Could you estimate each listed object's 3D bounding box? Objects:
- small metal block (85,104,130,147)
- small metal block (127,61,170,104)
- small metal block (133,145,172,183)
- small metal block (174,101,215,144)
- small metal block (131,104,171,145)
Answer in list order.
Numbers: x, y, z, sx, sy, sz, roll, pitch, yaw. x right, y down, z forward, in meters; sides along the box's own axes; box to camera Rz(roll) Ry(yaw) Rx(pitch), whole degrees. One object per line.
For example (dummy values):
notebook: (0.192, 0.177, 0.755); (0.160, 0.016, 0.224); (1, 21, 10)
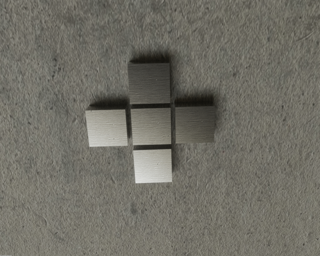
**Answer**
small metal block: (-0.068, -0.004, 0.409); (0.050, 0.025, 0.050); (-2, 110, 0)
small metal block: (-0.013, -0.058, 0.390); (0.050, 0.025, 0.050); (-2, 110, 0)
small metal block: (-0.009, 0.048, 0.429); (0.050, 0.025, 0.050); (-2, 110, 0)
small metal block: (0.045, -0.008, 0.409); (0.050, 0.025, 0.050); (-2, 110, 0)
small metal block: (-0.011, -0.006, 0.409); (0.050, 0.025, 0.050); (-2, 110, 0)
